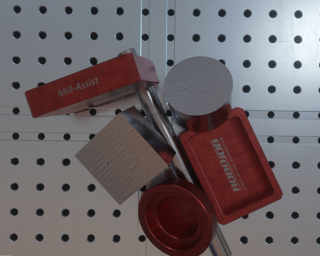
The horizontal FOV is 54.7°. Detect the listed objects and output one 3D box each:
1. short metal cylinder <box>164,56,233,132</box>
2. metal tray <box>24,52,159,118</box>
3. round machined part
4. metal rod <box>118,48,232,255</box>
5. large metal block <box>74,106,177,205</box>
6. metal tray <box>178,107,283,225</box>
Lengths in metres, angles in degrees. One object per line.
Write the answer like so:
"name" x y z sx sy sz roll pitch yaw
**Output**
"short metal cylinder" 0.049 -0.041 0.383 0.080 0.050 0.080 -4 66 10
"metal tray" -0.074 -0.047 0.362 0.130 0.090 0.030 -17 92 14
"round machined part" 0.025 0.108 0.387 0.098 0.042 0.097 8 107 27
"metal rod" 0.020 0.035 0.409 0.025 0.025 0.299 -25 90 0
"large metal block" -0.040 0.032 0.379 0.080 0.050 0.080 -42 91 18
"metal tray" 0.091 0.048 0.408 0.090 0.030 0.129 -25 90 0
